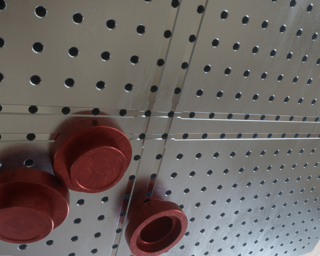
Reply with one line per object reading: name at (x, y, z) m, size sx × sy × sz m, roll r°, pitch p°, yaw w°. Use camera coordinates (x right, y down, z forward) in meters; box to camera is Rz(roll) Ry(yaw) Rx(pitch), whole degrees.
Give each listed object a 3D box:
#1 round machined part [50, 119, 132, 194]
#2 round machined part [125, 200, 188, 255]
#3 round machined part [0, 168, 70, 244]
round machined part at (-0.080, 0.041, 0.381) m, size 0.099 × 0.042 × 0.097 m, roll -14°, pitch 124°, yaw -21°
round machined part at (-0.009, 0.153, 0.489) m, size 0.099 × 0.042 × 0.097 m, roll -14°, pitch 124°, yaw -21°
round machined part at (-0.157, 0.096, 0.357) m, size 0.099 × 0.042 × 0.097 m, roll -6°, pitch 128°, yaw -7°
